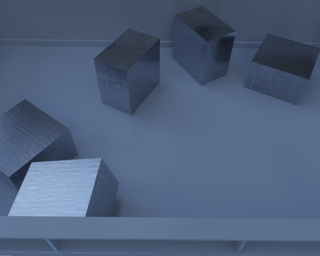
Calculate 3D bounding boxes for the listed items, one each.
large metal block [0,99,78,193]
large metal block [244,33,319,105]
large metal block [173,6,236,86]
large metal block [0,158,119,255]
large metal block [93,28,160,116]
[{"bbox_3d":[-0.160,0.023,0.368,0.080,0.050,0.080,31,56,23],"label":"large metal block"},{"bbox_3d":[0.184,-0.090,0.467,0.080,0.050,0.080,23,54,18],"label":"large metal block"},{"bbox_3d":[0.064,-0.126,0.476,0.050,0.080,0.080,-25,55,-20],"label":"large metal block"},{"bbox_3d":[-0.094,0.079,0.309,0.080,0.050,0.080,-5,48,15],"label":"large metal block"},{"bbox_3d":[-0.042,-0.079,0.435,0.050,0.080,0.080,24,54,18],"label":"large metal block"}]
